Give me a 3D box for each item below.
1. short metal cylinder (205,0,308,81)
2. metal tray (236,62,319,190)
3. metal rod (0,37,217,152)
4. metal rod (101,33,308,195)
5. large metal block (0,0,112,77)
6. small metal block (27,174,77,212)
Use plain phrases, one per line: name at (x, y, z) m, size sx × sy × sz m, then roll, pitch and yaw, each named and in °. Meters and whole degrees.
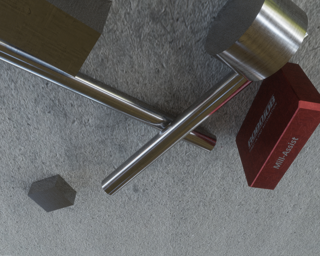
short metal cylinder at (0.089, -0.092, 0.294) m, size 0.050 × 0.080 × 0.080 m, roll 28°, pitch 125°, yaw -22°
metal tray at (0.133, -0.001, 0.365) m, size 0.030 × 0.090 × 0.129 m, roll 8°, pitch 130°, yaw -8°
metal rod at (-0.060, -0.037, 0.374) m, size 0.302 × 0.025 × 0.025 m, roll 24°, pitch 126°, yaw -20°
metal rod at (0.038, -0.012, 0.370) m, size 0.299 × 0.025 × 0.025 m, roll -41°, pitch 120°, yaw 19°
large metal block at (-0.095, -0.104, 0.281) m, size 0.080 × 0.080 × 0.050 m, roll 28°, pitch 125°, yaw -22°
small metal block at (-0.171, 0.105, 0.494) m, size 0.050 × 0.025 × 0.050 m, roll -19°, pitch 128°, yaw 14°
